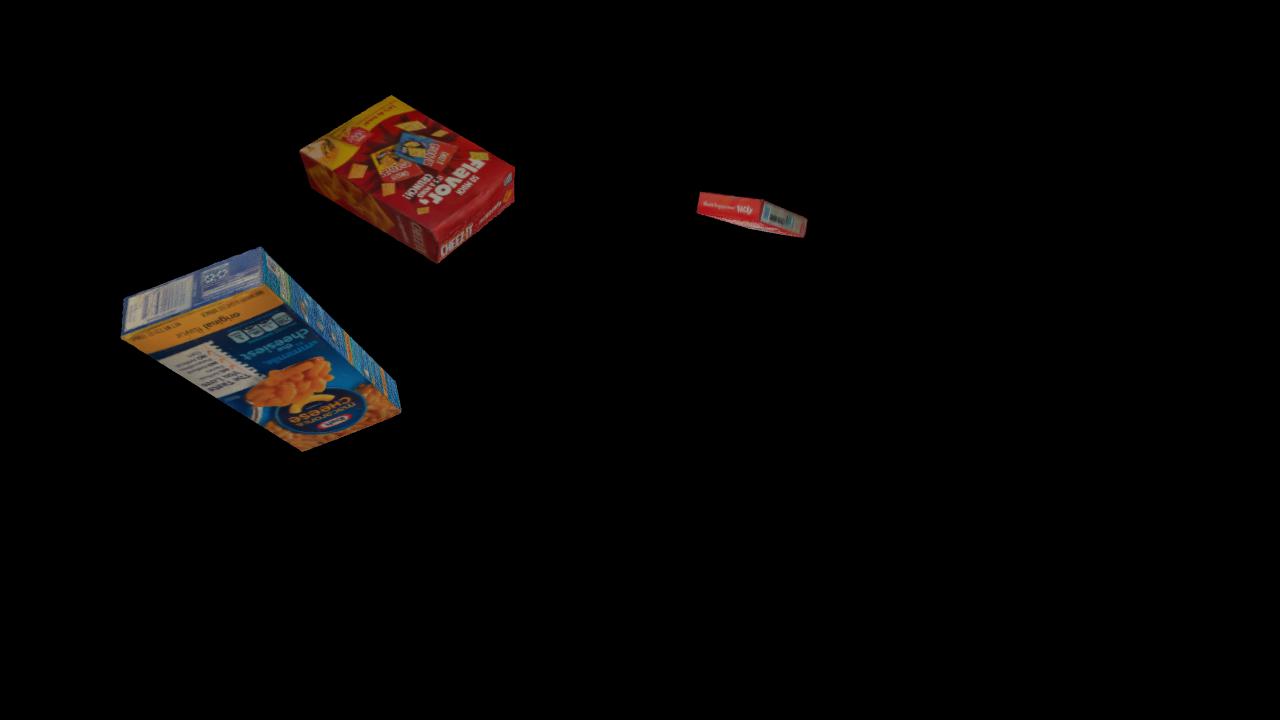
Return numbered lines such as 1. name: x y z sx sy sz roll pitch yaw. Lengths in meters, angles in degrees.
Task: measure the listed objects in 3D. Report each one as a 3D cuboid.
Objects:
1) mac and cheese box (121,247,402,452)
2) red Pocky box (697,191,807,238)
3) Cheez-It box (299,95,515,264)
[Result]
1. mac and cheese box: -0.264 0.003 0.456 0.093 0.041 0.184 -23 -31 -4
2. red Pocky box: 0.140 -0.177 0.756 0.083 0.028 0.155 19 13 32
3. Cheez-It box: -0.304 -0.247 0.826 0.223 0.166 0.071 31 -34 10
